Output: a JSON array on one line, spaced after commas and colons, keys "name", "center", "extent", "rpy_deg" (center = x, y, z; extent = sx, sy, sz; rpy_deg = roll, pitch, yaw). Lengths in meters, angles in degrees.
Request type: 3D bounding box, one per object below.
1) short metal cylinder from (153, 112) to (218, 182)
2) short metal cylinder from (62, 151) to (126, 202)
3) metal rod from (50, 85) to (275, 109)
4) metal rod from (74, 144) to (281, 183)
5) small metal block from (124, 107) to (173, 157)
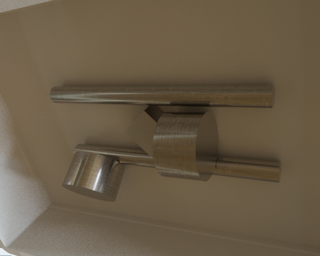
[{"name": "short metal cylinder", "center": [0.033, 0.020, 0.366], "extent": [0.050, 0.080, 0.079], "rpy_deg": [2, 119, 27]}, {"name": "short metal cylinder", "center": [-0.098, 0.074, 0.463], "extent": [0.080, 0.050, 0.080], "rpy_deg": [13, 157, 6]}, {"name": "metal rod", "center": [-0.017, -0.041, 0.388], "extent": [0.301, 0.025, 0.025], "rpy_deg": [3, 120, 26]}, {"name": "metal rod", "center": [0.006, 0.045, 0.429], "extent": [0.301, 0.025, 0.025], "rpy_deg": [3, 120, 26]}, {"name": "small metal block", "center": [-0.011, 0.003, 0.413], "extent": [0.050, 0.025, 0.050], "rpy_deg": [44, 129, -3]}]
